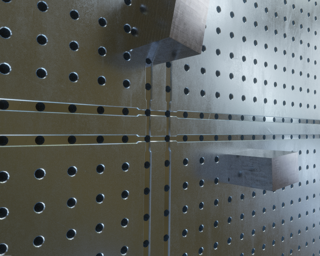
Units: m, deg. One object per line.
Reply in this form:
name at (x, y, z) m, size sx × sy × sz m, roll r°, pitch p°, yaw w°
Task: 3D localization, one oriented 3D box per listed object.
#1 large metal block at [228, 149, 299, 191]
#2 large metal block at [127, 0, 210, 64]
large metal block at (0.172, 0.067, 0.516) m, size 0.081 × 0.080 × 0.050 m, roll -5°, pitch 93°, yaw -40°
large metal block at (0.010, -0.130, 0.380) m, size 0.050 × 0.080 × 0.080 m, roll 16°, pitch 80°, yaw -39°
